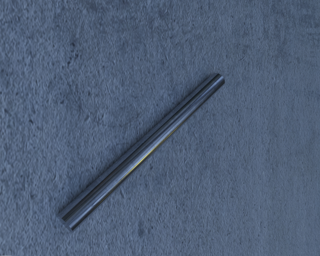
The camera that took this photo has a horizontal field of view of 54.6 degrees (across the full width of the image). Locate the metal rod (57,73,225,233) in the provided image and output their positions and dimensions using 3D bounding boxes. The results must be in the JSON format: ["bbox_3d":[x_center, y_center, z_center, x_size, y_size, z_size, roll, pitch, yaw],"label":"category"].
[{"bbox_3d":[-0.005,0.013,0.402,0.301,0.025,0.025,-43,116,-31],"label":"metal rod"}]
